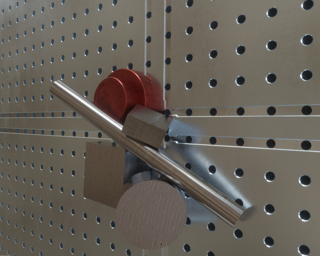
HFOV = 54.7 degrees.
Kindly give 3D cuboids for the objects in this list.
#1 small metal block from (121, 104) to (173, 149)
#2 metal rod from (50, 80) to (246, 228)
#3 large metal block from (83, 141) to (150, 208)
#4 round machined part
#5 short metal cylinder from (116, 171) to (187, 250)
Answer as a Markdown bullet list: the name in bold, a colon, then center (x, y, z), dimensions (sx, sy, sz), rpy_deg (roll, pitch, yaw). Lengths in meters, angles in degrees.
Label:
- **small metal block**: center (-0.015, -0.004, 0.391), dimensions (0.050, 0.050, 0.025), rpy_deg (23, 111, 2)
- **metal rod**: center (-0.031, 0.020, 0.390), dimensions (0.300, 0.025, 0.025), rpy_deg (34, 111, 21)
- **large metal block**: center (-0.061, 0.063, 0.438), dimensions (0.080, 0.050, 0.079), rpy_deg (6, 94, 39)
- **round machined part**: center (-0.057, -0.037, 0.443), dimensions (0.098, 0.042, 0.097), rpy_deg (0, 90, 39)
- **short metal cylinder**: center (-0.011, 0.096, 0.373), dimensions (0.081, 0.050, 0.079), rpy_deg (0, 94, -5)
